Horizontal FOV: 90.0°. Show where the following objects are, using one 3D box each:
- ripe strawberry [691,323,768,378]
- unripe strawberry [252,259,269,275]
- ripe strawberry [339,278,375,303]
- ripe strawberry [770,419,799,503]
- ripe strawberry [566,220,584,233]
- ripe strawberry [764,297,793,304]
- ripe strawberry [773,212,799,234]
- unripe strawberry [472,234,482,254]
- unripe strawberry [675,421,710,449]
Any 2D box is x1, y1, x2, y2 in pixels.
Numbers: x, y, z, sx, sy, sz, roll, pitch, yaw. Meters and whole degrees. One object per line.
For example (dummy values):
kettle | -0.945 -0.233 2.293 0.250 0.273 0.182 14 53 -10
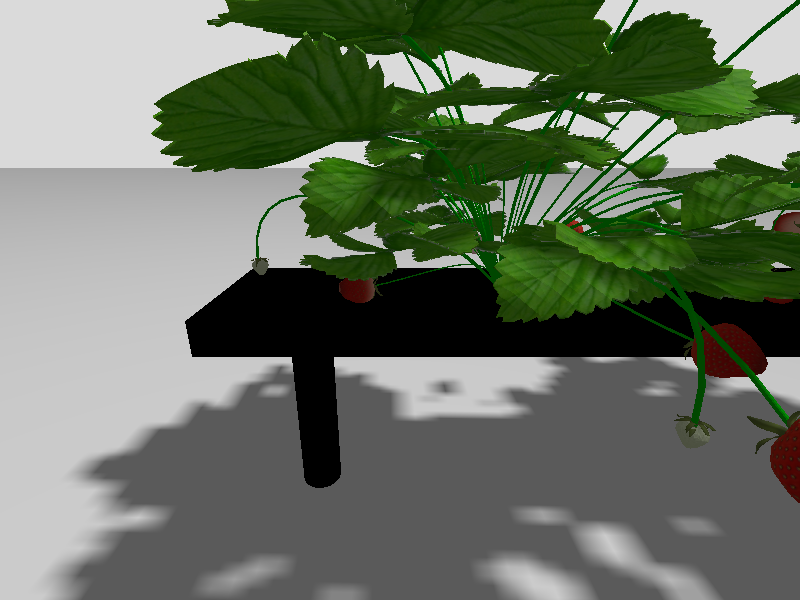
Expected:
ripe strawberry | 0.178 0.029 0.216 0.029 0.030 0.031 -11 23 -27
unripe strawberry | -0.141 -0.033 0.406 0.016 0.016 0.015 4 20 10
ripe strawberry | -0.036 -0.010 0.327 0.028 0.028 0.027 -7 21 -16
ripe strawberry | 0.149 0.058 0.133 0.033 0.035 0.035 -5 28 -13
ripe strawberry | 0.213 -0.081 0.500 0.034 0.039 0.037 16 25 37
ripe strawberry | 0.307 -0.009 0.325 0.027 0.023 0.027 42 22 -5
ripe strawberry | 0.568 -0.111 0.583 0.042 0.036 0.042 2 20 6
unripe strawberry | 0.092 -0.070 0.494 0.024 0.025 0.026 0 19 1
unripe strawberry | 0.112 0.052 0.154 0.010 0.011 0.011 -2 20 -5
